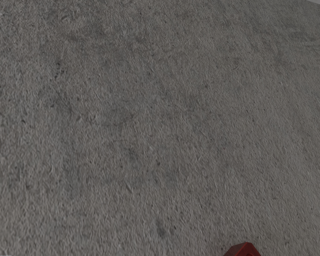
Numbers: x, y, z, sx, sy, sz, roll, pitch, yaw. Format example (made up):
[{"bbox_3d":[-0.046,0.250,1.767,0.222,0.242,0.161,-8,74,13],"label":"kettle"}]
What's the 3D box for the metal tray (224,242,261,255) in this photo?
[{"bbox_3d":[0.078,0.196,0.322,0.131,0.030,0.090,-30,78,-37],"label":"metal tray"}]
